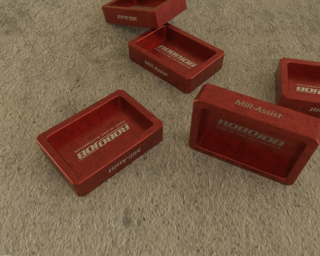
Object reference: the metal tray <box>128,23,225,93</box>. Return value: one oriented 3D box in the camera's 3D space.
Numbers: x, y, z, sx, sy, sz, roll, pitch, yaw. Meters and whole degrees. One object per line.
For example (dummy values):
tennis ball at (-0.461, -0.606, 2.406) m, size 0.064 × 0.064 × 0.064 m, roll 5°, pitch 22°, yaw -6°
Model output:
metal tray at (0.025, -0.117, 0.498) m, size 0.130 × 0.030 × 0.090 m, roll 36°, pitch 58°, yaw 26°

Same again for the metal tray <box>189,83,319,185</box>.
metal tray at (0.101, 0.009, 0.354) m, size 0.130 × 0.090 × 0.030 m, roll 21°, pitch 53°, yaw 16°

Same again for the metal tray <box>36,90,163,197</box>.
metal tray at (-0.072, 0.013, 0.388) m, size 0.131 × 0.030 × 0.090 m, roll -35°, pitch 58°, yaw -26°

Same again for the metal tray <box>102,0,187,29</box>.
metal tray at (-0.029, -0.218, 0.560) m, size 0.130 × 0.030 × 0.090 m, roll 21°, pitch 51°, yaw 36°

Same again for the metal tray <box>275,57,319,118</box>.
metal tray at (0.238, -0.055, 0.447) m, size 0.131 × 0.030 × 0.090 m, roll 10°, pitch 51°, yaw 8°
